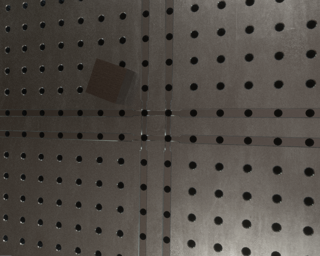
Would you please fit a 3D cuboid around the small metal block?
[{"bbox_3d":[-0.070,-0.065,0.436,0.050,0.025,0.050,22,97,18],"label":"small metal block"}]
